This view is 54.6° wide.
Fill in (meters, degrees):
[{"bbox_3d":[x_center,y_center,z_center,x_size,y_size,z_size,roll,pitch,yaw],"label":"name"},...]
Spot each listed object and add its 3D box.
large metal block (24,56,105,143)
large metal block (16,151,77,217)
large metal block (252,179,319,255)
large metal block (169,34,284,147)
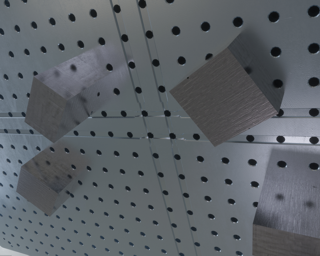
[{"bbox_3d":[-0.128,-0.039,0.420,0.050,0.080,0.080,36,129,5],"label":"large metal block"},{"bbox_3d":[-0.210,0.103,0.571,0.080,0.050,0.080,35,129,5],"label":"large metal block"},{"bbox_3d":[0.157,0.110,0.361,0.080,0.080,0.050,6,121,25],"label":"large metal block"},{"bbox_3d":[0.072,-0.038,0.334,0.080,0.050,0.080,-34,99,38],"label":"large metal block"}]
